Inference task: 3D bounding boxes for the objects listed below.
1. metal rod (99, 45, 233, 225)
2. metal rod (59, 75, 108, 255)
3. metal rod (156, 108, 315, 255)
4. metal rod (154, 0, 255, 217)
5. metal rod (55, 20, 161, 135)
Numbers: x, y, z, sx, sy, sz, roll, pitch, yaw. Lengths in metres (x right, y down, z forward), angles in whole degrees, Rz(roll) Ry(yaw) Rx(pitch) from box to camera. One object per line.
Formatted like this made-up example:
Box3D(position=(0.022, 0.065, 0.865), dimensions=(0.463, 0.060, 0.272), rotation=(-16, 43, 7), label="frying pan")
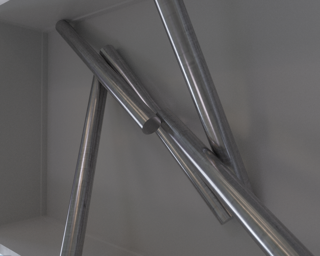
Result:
Box3D(position=(-0.002, -0.009, 0.408), dimensions=(0.025, 0.025, 0.300), rotation=(-51, 60, 28), label="metal rod")
Box3D(position=(-0.097, 0.039, 0.414), dimensions=(0.025, 0.025, 0.299), rotation=(-20, 54, 38), label="metal rod")
Box3D(position=(0.065, 0.058, 0.266), dimensions=(0.300, 0.025, 0.025), rotation=(50, 122, 51), label="metal rod")
Box3D(position=(0.038, -0.045, 0.299), dimensions=(0.025, 0.025, 0.299), rotation=(-13, 106, 39), label="metal rod")
Box3D(position=(-0.090, -0.090, 0.448), dimensions=(0.300, 0.025, 0.025), rotation=(47, 118, 38), label="metal rod")
